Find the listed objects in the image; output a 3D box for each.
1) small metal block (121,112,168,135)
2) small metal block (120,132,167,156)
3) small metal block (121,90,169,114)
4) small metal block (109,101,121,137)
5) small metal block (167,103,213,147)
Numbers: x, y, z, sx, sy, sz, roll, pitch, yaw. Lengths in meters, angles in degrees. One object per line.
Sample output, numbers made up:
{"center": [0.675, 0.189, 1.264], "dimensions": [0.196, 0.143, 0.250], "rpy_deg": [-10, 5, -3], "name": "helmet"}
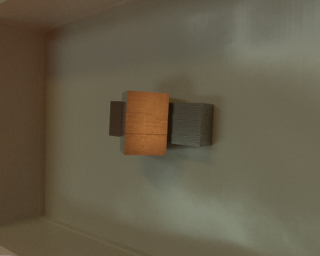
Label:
{"center": [-0.021, -0.006, 0.391], "dimensions": [0.050, 0.050, 0.025], "rpy_deg": [-172, 84, -76], "name": "small metal block"}
{"center": [-0.023, 0.019, 0.392], "dimensions": [0.050, 0.050, 0.025], "rpy_deg": [-172, 84, -76], "name": "small metal block"}
{"center": [-0.020, -0.031, 0.389], "dimensions": [0.050, 0.050, 0.025], "rpy_deg": [-169, 81, -76], "name": "small metal block"}
{"center": [-0.045, -0.012, 0.440], "dimensions": [0.050, 0.025, 0.050], "rpy_deg": [5, 93, 39], "name": "small metal block"}
{"center": [0.035, -0.005, 0.375], "dimensions": [0.050, 0.025, 0.050], "rpy_deg": [4, 93, 39], "name": "small metal block"}
